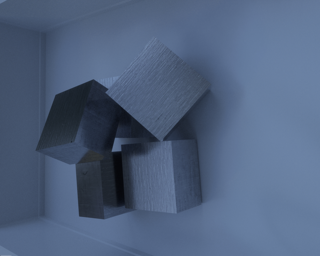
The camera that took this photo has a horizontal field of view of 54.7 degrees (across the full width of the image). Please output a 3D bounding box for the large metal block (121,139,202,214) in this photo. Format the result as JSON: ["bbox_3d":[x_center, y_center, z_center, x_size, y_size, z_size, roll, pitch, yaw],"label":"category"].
[{"bbox_3d":[0.001,0.057,0.383,0.080,0.050,0.080,-7,86,39],"label":"large metal block"}]

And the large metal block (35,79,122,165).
[{"bbox_3d":[-0.098,-0.004,0.382,0.080,0.050,0.080,-12,57,39],"label":"large metal block"}]

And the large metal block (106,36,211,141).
[{"bbox_3d":[0.001,-0.042,0.353,0.080,0.050,0.080,42,95,6],"label":"large metal block"}]

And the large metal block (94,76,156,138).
[{"bbox_3d":[-0.051,-0.027,0.428,0.080,0.050,0.079,-1,89,39],"label":"large metal block"}]

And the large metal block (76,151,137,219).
[{"bbox_3d":[-0.063,0.072,0.419,0.050,0.081,0.080,-8,85,39],"label":"large metal block"}]
